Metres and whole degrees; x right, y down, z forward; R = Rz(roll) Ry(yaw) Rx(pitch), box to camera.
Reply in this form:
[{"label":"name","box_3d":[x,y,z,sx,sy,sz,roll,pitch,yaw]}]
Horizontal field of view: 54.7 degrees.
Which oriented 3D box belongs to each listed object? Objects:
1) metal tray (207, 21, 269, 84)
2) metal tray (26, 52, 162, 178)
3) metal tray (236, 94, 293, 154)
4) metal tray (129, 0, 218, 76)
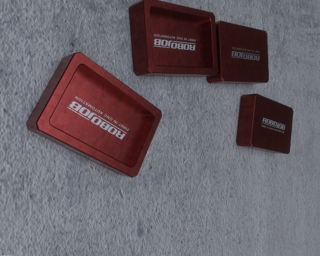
[{"label":"metal tray","box_3d":[0.129,-0.119,0.509,0.131,0.030,0.089,-6,94,-40]},{"label":"metal tray","box_3d":[-0.065,-0.010,0.346,0.130,0.030,0.090,34,69,-35]},{"label":"metal tray","box_3d":[0.194,-0.004,0.563,0.131,0.030,0.090,12,82,-39]},{"label":"metal tray","box_3d":[0.023,-0.116,0.420,0.131,0.030,0.089,-7,95,-40]}]
